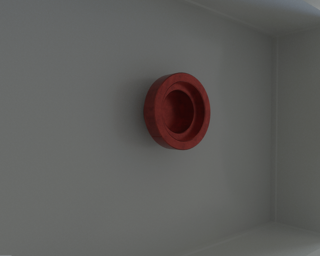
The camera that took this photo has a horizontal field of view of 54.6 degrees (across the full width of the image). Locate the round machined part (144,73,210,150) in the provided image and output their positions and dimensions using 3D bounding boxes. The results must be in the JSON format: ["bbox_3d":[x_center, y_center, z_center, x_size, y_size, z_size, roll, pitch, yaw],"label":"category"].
[{"bbox_3d":[0.018,-0.021,0.405,0.099,0.042,0.097,0,90,-40],"label":"round machined part"}]
